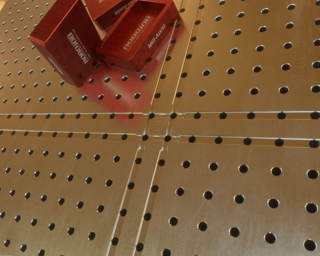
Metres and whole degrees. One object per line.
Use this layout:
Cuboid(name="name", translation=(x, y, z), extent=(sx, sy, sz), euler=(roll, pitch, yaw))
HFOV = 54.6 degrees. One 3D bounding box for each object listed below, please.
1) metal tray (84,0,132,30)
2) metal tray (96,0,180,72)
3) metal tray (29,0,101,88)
Cuboid(name="metal tray", translation=(-0.080, -0.258, 0.607), extent=(0.130, 0.030, 0.090), euler=(-32, 52, 7))
Cuboid(name="metal tray", translation=(-0.038, -0.163, 0.526), extent=(0.090, 0.030, 0.130), euler=(24, 75, 36))
Cuboid(name="metal tray", translation=(-0.140, -0.134, 0.496), extent=(0.030, 0.130, 0.090), euler=(26, 75, 17))
